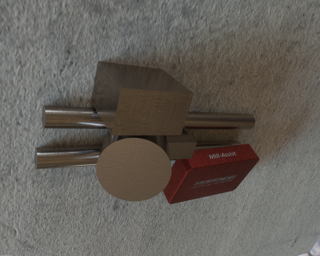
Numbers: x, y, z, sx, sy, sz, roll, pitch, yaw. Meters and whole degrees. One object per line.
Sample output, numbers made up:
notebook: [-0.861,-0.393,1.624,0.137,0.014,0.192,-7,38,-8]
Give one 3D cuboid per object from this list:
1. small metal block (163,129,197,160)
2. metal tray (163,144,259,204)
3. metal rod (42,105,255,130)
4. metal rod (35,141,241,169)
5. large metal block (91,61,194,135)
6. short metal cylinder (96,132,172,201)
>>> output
small metal block: [0.012,0.017,0.411,0.050,0.050,0.025,1,118,-29]
metal tray: [0.077,0.070,0.474,0.131,0.030,0.089,-5,138,-28]
metal rod: [0.007,-0.011,0.407,0.303,0.025,0.025,1,118,-29]
metal rod: [-0.009,0.034,0.426,0.303,0.025,0.025,0,119,-29]
large metal block: [-0.023,-0.033,0.342,0.081,0.080,0.050,1,118,-29]
short metal cylinder: [-0.029,0.036,0.354,0.081,0.050,0.079,-1,114,-2]
